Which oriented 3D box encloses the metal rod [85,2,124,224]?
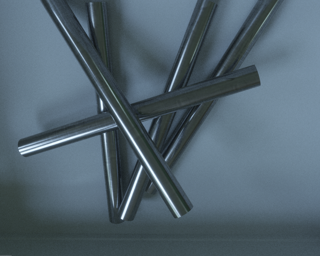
[{"bbox_3d":[-0.068,-0.005,0.408,0.025,0.025,0.298,-2,110,0],"label":"metal rod"}]

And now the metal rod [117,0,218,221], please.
[{"bbox_3d":[0.004,-0.011,0.397,0.025,0.025,0.298,19,105,-7],"label":"metal rod"}]

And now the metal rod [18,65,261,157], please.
[{"bbox_3d":[-0.033,-0.017,0.373,0.301,0.025,0.025,-17,110,11],"label":"metal rod"}]

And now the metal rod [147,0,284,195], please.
[{"bbox_3d":[0.059,-0.035,0.399,0.025,0.025,0.298,28,107,-10],"label":"metal rod"}]

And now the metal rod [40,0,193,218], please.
[{"bbox_3d":[-0.052,-0.034,0.348,0.025,0.025,0.299,-32,89,11],"label":"metal rod"}]
